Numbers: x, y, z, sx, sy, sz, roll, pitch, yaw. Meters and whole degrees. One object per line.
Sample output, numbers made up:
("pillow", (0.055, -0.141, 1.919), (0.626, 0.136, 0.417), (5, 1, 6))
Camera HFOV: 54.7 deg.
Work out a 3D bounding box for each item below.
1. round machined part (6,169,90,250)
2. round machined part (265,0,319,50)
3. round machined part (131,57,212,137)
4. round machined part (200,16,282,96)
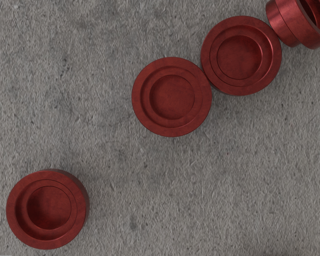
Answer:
("round machined part", (-0.140, 0.101, 0.400), (0.099, 0.042, 0.097), (0, 90, 0))
("round machined part", (0.170, -0.141, 0.386), (0.099, 0.042, 0.098), (18, 59, -34))
("round machined part", (0.016, -0.039, 0.396), (0.098, 0.042, 0.097), (1, 96, 8))
("round machined part", (0.100, -0.089, 0.400), (0.099, 0.042, 0.097), (0, 92, 3))
